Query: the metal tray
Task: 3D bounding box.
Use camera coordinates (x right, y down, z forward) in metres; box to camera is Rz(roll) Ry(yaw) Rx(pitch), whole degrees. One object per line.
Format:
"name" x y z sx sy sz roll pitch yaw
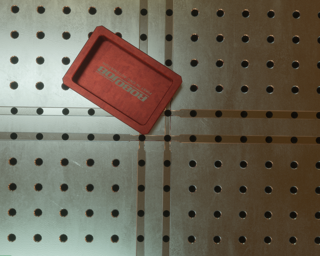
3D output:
"metal tray" -0.048 -0.061 0.410 0.130 0.030 0.090 33 90 -1
